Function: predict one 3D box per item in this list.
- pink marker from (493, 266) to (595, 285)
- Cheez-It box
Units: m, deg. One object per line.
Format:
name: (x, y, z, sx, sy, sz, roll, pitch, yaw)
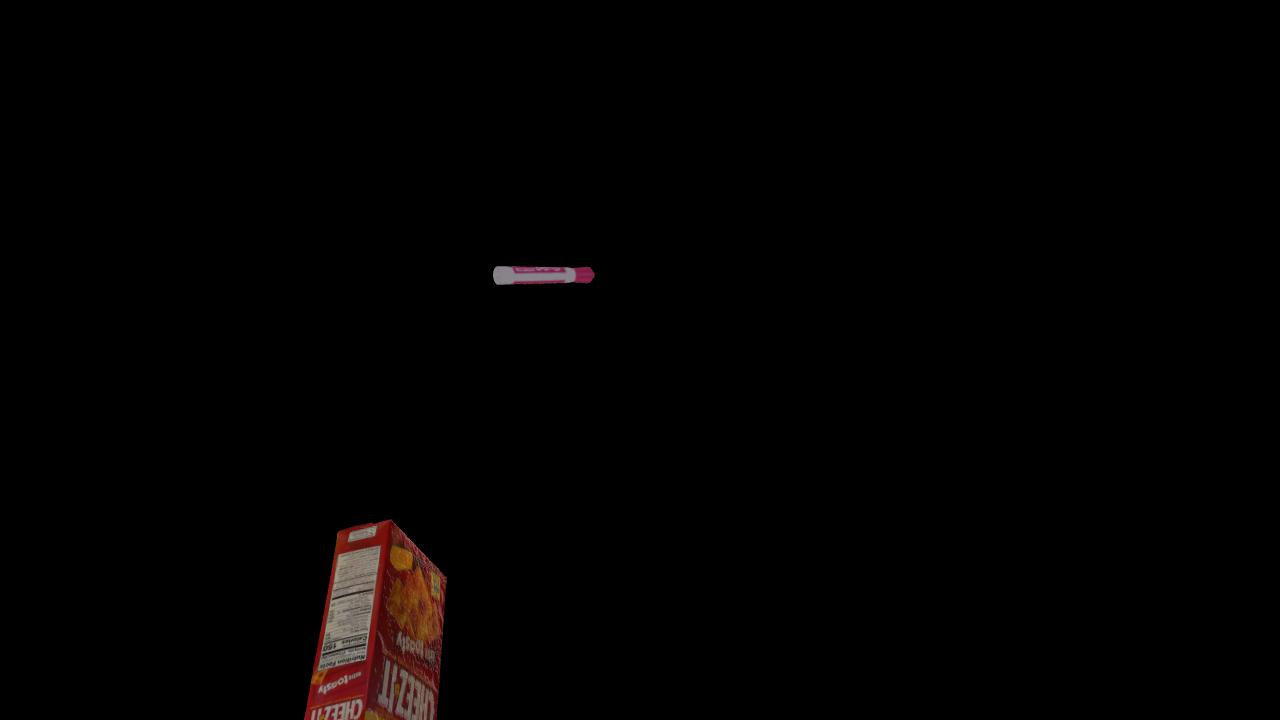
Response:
pink marker: (-0.099, -0.091, 0.663, 0.121, 0.020, 0.020, -7, 5, -41)
Cheez-It box: (-0.283, 0.318, 0.684, 0.071, 0.223, 0.166, -13, -44, 1)
